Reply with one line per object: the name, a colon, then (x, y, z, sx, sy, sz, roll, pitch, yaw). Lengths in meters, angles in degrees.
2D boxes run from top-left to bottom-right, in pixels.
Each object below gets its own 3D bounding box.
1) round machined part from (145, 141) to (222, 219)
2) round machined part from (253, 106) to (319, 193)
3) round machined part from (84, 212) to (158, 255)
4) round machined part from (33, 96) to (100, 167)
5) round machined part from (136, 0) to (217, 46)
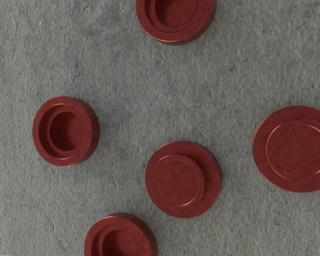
round machined part: (0.026, 0.066, 0.390, 0.098, 0.042, 0.097, 0, 90, 19)
round machined part: (0.155, 0.024, 0.346, 0.098, 0.042, 0.097, 0, 90, 19)
round machined part: (-0.048, 0.162, 0.416, 0.098, 0.042, 0.097, 0, 90, 19)
round machined part: (-0.129, 0.004, 0.444, 0.098, 0.042, 0.097, 0, 90, 19)
round machined part: (0.023, -0.152, 0.391, 0.098, 0.042, 0.097, 0, 90, 19)
